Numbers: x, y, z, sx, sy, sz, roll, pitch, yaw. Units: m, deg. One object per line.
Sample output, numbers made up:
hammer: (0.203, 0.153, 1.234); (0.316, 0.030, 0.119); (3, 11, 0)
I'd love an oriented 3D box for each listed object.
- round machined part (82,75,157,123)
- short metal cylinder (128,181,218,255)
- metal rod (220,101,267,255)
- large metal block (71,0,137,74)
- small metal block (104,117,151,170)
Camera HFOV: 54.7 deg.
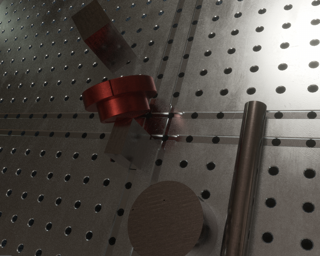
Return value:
round machined part: (-0.051, -0.035, 0.417); (0.098, 0.098, 0.042); (-16, 85, 18)
short metal cylinder: (0.014, 0.101, 0.322); (0.080, 0.050, 0.080); (-13, 56, 20)
metal rod: (0.075, 0.106, 0.303); (0.025, 0.025, 0.300); (2, 62, 29)
large metal block: (-0.092, -0.151, 0.512); (0.050, 0.080, 0.080); (-35, 52, 5)
small metal block: (-0.041, 0.020, 0.399); (0.025, 0.050, 0.050); (2, 63, 29)
